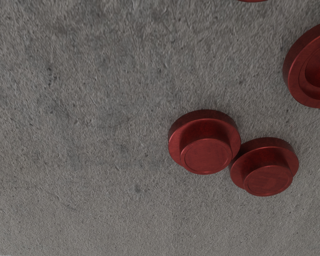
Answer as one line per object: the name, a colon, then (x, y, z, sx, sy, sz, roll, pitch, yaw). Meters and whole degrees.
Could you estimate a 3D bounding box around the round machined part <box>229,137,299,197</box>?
round machined part: (0.152, 0.063, 0.451, 0.099, 0.042, 0.097, 0, 130, 0)

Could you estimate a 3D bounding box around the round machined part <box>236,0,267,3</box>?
round machined part: (0.082, -0.162, 0.259, 0.099, 0.042, 0.097, 0, 130, 0)

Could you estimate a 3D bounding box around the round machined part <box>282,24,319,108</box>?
round machined part: (0.183, -0.072, 0.336, 0.099, 0.042, 0.097, 0, 130, 0)

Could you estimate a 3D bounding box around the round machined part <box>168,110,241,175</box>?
round machined part: (0.060, 0.026, 0.418, 0.099, 0.042, 0.097, 0, 130, 0)
